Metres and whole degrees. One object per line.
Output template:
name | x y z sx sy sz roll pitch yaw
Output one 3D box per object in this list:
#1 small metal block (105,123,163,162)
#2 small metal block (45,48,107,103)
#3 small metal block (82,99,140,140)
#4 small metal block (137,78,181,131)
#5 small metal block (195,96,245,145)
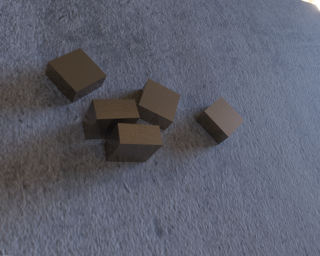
small metal block | -0.032 0.018 0.361 0.050 0.050 0.025 4 60 -27
small metal block | -0.105 -0.067 0.389 0.050 0.025 0.050 47 51 4
small metal block | -0.059 -0.010 0.363 0.050 0.050 0.025 -3 64 -30
small metal block | -0.004 -0.032 0.423 0.050 0.025 0.050 26 52 -13
small metal block | 0.090 -0.012 0.462 0.050 0.025 0.050 48 51 5
